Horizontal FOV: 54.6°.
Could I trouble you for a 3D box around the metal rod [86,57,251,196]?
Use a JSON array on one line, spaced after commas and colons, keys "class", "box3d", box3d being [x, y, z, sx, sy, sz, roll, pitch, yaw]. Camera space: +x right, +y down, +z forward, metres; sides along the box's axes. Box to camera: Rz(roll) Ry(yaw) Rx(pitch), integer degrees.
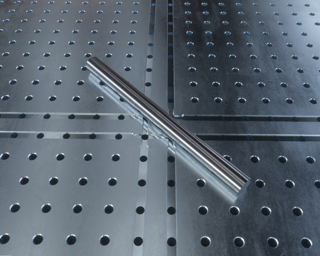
[{"class": "metal rod", "box3d": [-0.006, -0.017, 0.423, 0.025, 0.025, 0.300, -35, 58, -26]}]
